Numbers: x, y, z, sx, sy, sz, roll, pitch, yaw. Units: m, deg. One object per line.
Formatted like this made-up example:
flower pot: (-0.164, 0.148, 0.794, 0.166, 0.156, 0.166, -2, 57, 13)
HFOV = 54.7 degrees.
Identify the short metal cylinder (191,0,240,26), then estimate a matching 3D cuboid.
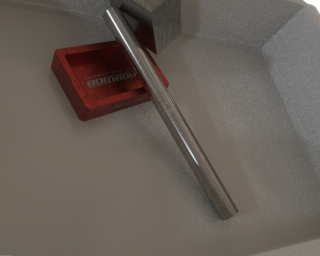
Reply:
short metal cylinder: (0.108, -0.247, 0.603, 0.081, 0.050, 0.080, 14, 56, -21)

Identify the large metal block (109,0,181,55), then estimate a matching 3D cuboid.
large metal block: (-0.019, -0.157, 0.408, 0.080, 0.080, 0.050, 39, 75, 19)

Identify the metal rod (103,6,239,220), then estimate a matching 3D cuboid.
metal rod: (0.012, -0.020, 0.394, 0.025, 0.025, 0.299, -29, 87, -38)

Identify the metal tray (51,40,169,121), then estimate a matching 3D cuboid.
metal tray: (-0.063, -0.070, 0.411, 0.131, 0.030, 0.090, -22, 73, -36)
